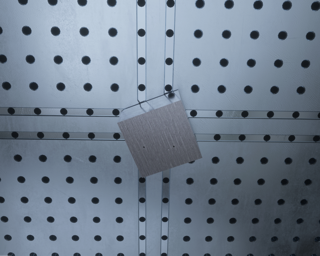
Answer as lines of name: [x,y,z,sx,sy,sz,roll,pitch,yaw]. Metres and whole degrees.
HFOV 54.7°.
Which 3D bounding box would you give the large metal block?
large metal block: [0.001,0.007,0.400,0.080,0.050,0.080,-20,109,6]
